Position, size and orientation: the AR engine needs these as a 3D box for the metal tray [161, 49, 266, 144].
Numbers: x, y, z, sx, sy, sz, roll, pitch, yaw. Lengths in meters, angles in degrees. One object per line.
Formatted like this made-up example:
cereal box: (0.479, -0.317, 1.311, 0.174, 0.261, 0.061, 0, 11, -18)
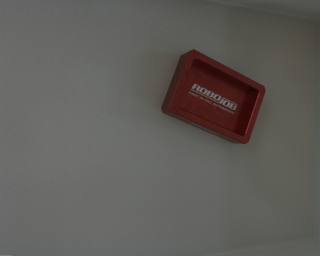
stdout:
metal tray: (0.077, -0.041, 0.435, 0.131, 0.030, 0.090, 22, 83, -19)
